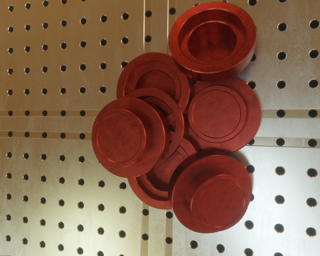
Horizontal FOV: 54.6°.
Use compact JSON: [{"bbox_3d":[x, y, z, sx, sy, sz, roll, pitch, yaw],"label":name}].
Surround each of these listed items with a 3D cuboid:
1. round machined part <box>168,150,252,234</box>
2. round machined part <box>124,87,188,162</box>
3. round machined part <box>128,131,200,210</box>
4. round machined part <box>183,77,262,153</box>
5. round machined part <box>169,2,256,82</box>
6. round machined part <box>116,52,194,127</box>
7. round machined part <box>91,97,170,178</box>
[{"bbox_3d":[0.062,0.078,0.356,0.099,0.042,0.097,-3,103,-12],"label":"round machined part"},{"bbox_3d":[-0.010,-0.002,0.407,0.098,0.042,0.097,0,90,20],"label":"round machined part"},{"bbox_3d":[0.010,0.051,0.400,0.098,0.042,0.097,0,90,20],"label":"round machined part"},{"bbox_3d":[0.072,-0.016,0.378,0.098,0.042,0.097,0,90,20],"label":"round machined part"},{"bbox_3d":[0.062,-0.097,0.370,0.098,0.042,0.098,-4,68,11],"label":"round machined part"},{"bbox_3d":[-0.004,-0.046,0.405,0.098,0.042,0.097,0,90,20],"label":"round machined part"},{"bbox_3d":[-0.041,0.012,0.373,0.098,0.042,0.097,0,90,20],"label":"round machined part"}]
